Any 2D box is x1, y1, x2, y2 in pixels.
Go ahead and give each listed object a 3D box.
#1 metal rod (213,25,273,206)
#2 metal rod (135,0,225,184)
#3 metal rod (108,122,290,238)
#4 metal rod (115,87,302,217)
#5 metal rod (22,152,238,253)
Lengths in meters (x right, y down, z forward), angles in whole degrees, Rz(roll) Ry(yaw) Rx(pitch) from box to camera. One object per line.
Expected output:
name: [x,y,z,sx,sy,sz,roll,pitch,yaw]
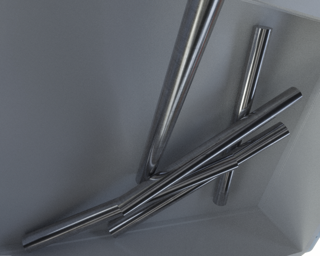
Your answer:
metal rod: [0.119,-0.001,0.472,0.025,0.025,0.298,-8,122,-24]
metal rod: [0.006,-0.013,0.326,0.025,0.025,0.298,-12,148,-22]
metal rod: [0.057,0.078,0.465,0.301,0.025,0.025,-31,129,0]
metal rod: [0.075,0.026,0.426,0.301,0.025,0.025,-31,129,-12]
metal rod: [-0.035,0.099,0.424,0.302,0.025,0.025,-21,127,-6]
